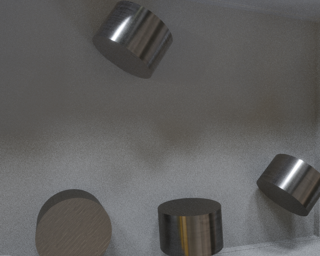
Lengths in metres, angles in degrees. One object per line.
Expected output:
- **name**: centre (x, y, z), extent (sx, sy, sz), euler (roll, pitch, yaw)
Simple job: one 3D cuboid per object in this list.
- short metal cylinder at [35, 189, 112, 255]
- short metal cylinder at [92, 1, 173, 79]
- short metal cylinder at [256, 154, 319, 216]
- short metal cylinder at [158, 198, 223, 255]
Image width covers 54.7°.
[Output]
- **short metal cylinder**: centre (-0.101, 0.116, 0.360), extent (0.081, 0.050, 0.080), euler (0, 90, -20)
- **short metal cylinder**: centre (-0.032, -0.103, 0.369), extent (0.080, 0.080, 0.050), euler (34, 79, -17)
- **short metal cylinder**: centre (0.190, 0.083, 0.451), extent (0.080, 0.080, 0.050), euler (44, 76, -15)
- **short metal cylinder**: centre (0.039, 0.125, 0.396), extent (0.081, 0.080, 0.050), euler (-4, 92, -20)
